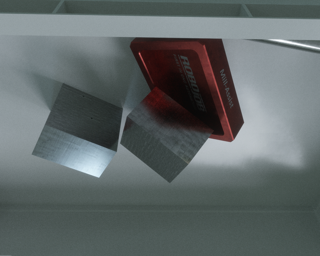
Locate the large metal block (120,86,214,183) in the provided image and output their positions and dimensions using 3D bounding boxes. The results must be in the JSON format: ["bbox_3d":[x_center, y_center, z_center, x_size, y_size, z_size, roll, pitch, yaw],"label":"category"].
[{"bbox_3d":[0.004,0.011,0.363,0.080,0.050,0.080,38,154,6],"label":"large metal block"}]

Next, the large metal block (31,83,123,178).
[{"bbox_3d":[-0.095,0.002,0.374,0.080,0.080,0.050,24,126,-19],"label":"large metal block"}]

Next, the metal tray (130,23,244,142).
[{"bbox_3d":[0.032,-0.045,0.337,0.090,0.030,0.130,11,141,38],"label":"metal tray"}]

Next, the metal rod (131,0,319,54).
[{"bbox_3d":[0.121,-0.100,0.325,0.302,0.025,0.025,8,130,-8],"label":"metal rod"}]
